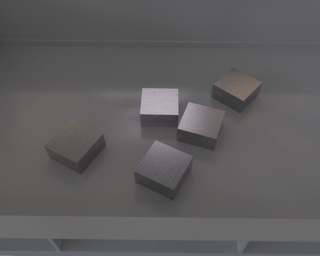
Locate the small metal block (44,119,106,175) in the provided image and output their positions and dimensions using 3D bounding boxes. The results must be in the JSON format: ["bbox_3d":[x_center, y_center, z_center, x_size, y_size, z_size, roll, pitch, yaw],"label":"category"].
[{"bbox_3d":[-0.105,0.022,0.386,0.050,0.025,0.050,24,54,18],"label":"small metal block"}]

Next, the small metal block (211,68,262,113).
[{"bbox_3d":[0.112,-0.056,0.452,0.050,0.025,0.050,34,58,25],"label":"small metal block"}]

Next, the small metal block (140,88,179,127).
[{"bbox_3d":[0.000,-0.029,0.429,0.050,0.025,0.050,1,50,1],"label":"small metal block"}]

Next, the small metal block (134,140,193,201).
[{"bbox_3d":[0.005,0.049,0.364,0.050,0.025,0.050,23,54,18],"label":"small metal block"}]

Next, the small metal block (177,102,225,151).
[{"bbox_3d":[0.054,-0.003,0.408,0.050,0.025,0.050,15,52,12],"label":"small metal block"}]
